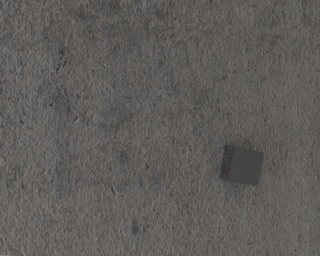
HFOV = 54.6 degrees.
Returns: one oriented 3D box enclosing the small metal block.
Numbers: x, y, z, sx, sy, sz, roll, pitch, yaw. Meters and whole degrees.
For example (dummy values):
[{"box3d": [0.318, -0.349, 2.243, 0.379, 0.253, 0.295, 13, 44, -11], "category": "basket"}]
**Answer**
[{"box3d": [0.119, 0.055, 0.453, 0.050, 0.025, 0.050, 13, 86, -20], "category": "small metal block"}]
